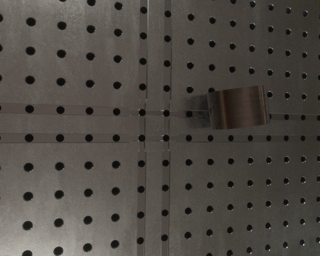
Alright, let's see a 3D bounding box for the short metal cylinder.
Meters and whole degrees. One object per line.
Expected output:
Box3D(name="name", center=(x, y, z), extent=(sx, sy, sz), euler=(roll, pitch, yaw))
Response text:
Box3D(name="short metal cylinder", center=(0.106, -0.028, 0.424), extent=(0.081, 0.080, 0.050), euler=(-8, 93, -20))
